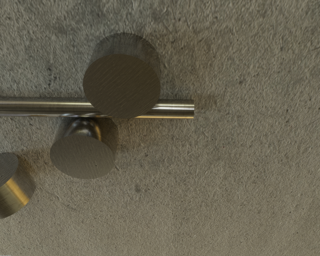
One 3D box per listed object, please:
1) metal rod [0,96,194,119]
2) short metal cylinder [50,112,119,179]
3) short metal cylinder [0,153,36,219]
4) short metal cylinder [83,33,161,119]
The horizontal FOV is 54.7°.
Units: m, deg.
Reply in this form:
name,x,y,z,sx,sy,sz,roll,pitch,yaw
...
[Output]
name,x,y,z,sx,sy,sz,roll,pitch,yaw
metal rod,-0.110,-0.026,0.384,0.302,0.025,0.025,1,130,-1
short metal cylinder,-0.098,0.022,0.409,0.081,0.050,0.079,0,130,0
short metal cylinder,-0.227,0.081,0.438,0.080,0.080,0.050,-10,129,8
short metal cylinder,-0.040,-0.057,0.342,0.081,0.050,0.079,0,130,0
